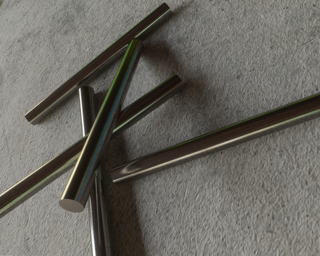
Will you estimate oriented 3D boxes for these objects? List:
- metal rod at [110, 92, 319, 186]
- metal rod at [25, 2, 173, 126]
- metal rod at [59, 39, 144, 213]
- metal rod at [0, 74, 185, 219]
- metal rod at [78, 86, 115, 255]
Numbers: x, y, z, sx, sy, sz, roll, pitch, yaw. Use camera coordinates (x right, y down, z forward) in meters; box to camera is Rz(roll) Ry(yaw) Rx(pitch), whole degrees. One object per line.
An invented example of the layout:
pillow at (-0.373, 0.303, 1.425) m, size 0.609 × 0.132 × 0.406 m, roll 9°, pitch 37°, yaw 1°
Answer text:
metal rod at (0.079, 0.010, 0.356) m, size 0.301 × 0.025 × 0.025 m, roll -21°, pitch 54°, yaw 15°
metal rod at (-0.104, -0.107, 0.524) m, size 0.300 × 0.025 × 0.025 m, roll -38°, pitch 51°, yaw 2°
metal rod at (-0.062, -0.030, 0.404) m, size 0.025 × 0.025 × 0.300 m, roll -11°, pitch 41°, yaw 22°
metal rod at (-0.094, 0.022, 0.408) m, size 0.301 × 0.025 × 0.025 m, roll -36°, pitch 51°, yaw -9°
metal rod at (-0.088, 0.057, 0.414) m, size 0.025 × 0.025 × 0.299 m, roll -25°, pitch 53°, yaw 13°
